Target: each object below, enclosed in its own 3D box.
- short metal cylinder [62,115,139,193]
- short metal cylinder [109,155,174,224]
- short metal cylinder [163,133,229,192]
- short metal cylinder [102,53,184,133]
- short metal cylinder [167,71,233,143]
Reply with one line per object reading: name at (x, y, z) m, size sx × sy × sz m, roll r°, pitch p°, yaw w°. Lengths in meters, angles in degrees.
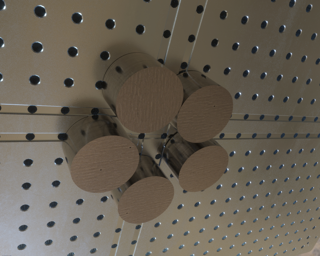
short metal cylinder at (-0.072, 0.031, 0.374) m, size 0.081 × 0.050 × 0.079 m, roll -14°, pitch 125°, yaw -21°
short metal cylinder at (-0.027, 0.085, 0.431) m, size 0.081 × 0.050 × 0.079 m, roll -13°, pitch 124°, yaw -21°
short metal cylinder at (0.051, 0.046, 0.450) m, size 0.081 × 0.050 × 0.079 m, roll -14°, pitch 126°, yaw -20°
short metal cylinder at (-0.020, -0.041, 0.358) m, size 0.081 × 0.050 × 0.079 m, roll -14°, pitch 125°, yaw -21°
short metal cylinder at (0.046, -0.028, 0.402) m, size 0.081 × 0.050 × 0.079 m, roll -14°, pitch 124°, yaw -21°
